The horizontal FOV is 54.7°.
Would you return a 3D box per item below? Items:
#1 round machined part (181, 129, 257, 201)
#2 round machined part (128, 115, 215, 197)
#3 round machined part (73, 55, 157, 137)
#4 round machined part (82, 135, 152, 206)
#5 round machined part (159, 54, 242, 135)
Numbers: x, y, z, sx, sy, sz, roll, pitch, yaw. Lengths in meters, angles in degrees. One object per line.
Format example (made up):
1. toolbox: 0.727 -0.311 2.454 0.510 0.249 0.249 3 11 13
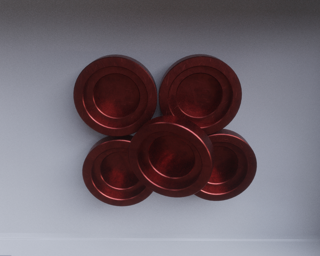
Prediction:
1. round machined part: 0.076 0.046 0.418 0.099 0.042 0.097 0 110 -1
2. round machined part: 0.016 0.030 0.366 0.098 0.042 0.097 8 116 16
3. round machined part: -0.053 -0.042 0.384 0.099 0.042 0.097 0 110 -1
4. round machined part: -0.051 0.053 0.419 0.099 0.042 0.097 0 110 -1
5. round machined part: 0.048 -0.043 0.385 0.099 0.042 0.097 0 110 -1
